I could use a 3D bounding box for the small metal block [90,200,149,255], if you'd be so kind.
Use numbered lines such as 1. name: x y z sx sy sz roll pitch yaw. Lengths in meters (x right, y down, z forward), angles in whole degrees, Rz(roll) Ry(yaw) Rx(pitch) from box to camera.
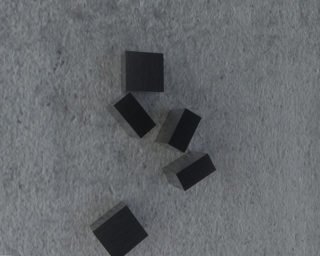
1. small metal block: -0.052 0.129 0.391 0.050 0.025 0.050 -36 102 -17

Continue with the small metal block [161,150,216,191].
1. small metal block: 0.037 0.055 0.411 0.050 0.050 0.025 -31 101 -18

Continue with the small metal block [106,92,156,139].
1. small metal block: -0.037 -0.015 0.383 0.025 0.050 0.050 -42 104 -15

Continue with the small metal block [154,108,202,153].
1. small metal block: 0.022 0.003 0.405 0.025 0.050 0.050 30 80 -18

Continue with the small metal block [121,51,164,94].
1. small metal block: -0.023 -0.071 0.401 0.050 0.025 0.050 -1 90 -21
